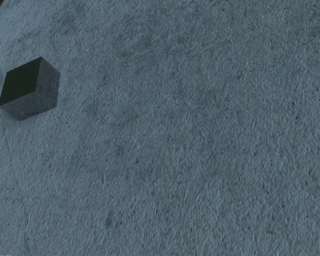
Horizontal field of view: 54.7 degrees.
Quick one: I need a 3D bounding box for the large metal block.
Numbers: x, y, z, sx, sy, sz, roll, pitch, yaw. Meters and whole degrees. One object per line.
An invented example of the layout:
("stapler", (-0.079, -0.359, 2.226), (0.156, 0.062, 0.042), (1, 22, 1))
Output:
("large metal block", (-0.230, -0.069, 0.551), (0.080, 0.050, 0.080), (-18, 55, 17))
